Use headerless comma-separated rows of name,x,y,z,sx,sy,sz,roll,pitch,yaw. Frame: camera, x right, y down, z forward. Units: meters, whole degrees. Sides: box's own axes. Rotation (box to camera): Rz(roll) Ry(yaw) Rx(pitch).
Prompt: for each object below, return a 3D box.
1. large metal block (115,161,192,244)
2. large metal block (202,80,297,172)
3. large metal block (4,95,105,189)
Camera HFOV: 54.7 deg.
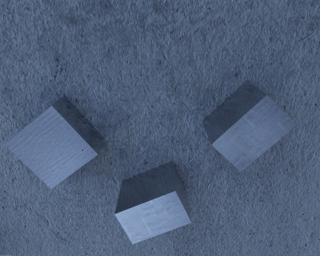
large metal block,-0.008,0.097,0.416,0.080,0.080,0.050,-23,109,8
large metal block,0.103,-0.006,0.379,0.050,0.080,0.080,42,105,-14
large metal block,-0.133,0.018,0.402,0.080,0.050,0.080,-36,106,12
